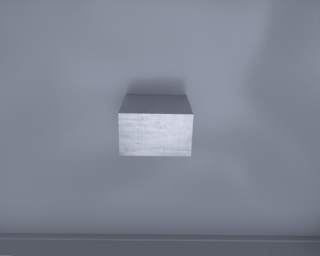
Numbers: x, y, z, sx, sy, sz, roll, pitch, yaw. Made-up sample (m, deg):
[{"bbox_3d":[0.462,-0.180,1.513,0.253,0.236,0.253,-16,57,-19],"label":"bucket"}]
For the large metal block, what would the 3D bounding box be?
[{"bbox_3d":[-0.005,-0.006,0.377,0.080,0.080,0.050,1,110,-1],"label":"large metal block"}]
